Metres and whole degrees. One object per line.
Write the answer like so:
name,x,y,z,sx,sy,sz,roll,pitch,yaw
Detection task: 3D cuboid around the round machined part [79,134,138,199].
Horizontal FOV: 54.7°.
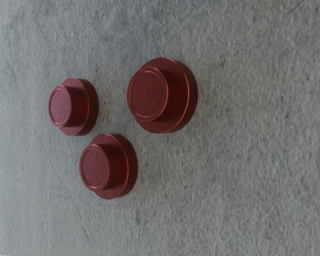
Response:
round machined part,-0.082,0.057,0.459,0.098,0.042,0.097,0,90,39

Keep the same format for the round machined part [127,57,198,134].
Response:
round machined part,-0.004,-0.041,0.395,0.098,0.042,0.097,0,90,39

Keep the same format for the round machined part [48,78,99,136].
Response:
round machined part,-0.150,-0.035,0.514,0.098,0.042,0.097,0,90,39
